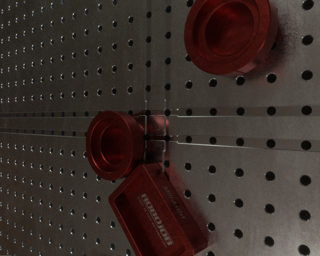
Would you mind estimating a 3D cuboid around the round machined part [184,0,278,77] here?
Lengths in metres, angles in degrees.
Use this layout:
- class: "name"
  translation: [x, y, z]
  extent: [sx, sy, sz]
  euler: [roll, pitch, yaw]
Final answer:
- class: "round machined part"
  translation: [0.078, -0.104, 0.333]
  extent: [0.098, 0.042, 0.097]
  euler: [0, 90, 39]

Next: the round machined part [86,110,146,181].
- class: "round machined part"
  translation: [-0.059, 0.024, 0.445]
  extent: [0.098, 0.042, 0.097]
  euler: [0, 90, 39]

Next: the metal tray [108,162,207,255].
- class: "metal tray"
  translation: [-0.009, 0.122, 0.411]
  extent: [0.090, 0.030, 0.130]
  euler: [-48, 62, 29]
